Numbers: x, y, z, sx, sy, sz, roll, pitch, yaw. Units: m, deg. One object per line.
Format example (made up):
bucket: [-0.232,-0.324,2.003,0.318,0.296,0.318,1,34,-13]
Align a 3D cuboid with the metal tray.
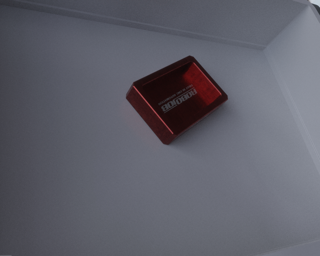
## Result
metal tray: [0.028,-0.044,0.443,0.131,0.030,0.090,-33,80,-38]
